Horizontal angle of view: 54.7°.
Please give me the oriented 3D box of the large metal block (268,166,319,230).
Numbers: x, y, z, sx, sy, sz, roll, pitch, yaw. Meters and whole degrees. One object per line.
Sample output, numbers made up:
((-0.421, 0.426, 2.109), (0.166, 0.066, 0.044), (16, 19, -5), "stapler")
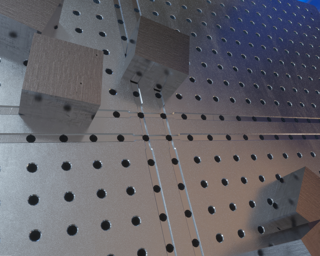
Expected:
((0.211, 0.116, 0.438), (0.080, 0.050, 0.080), (38, 51, -3), "large metal block")

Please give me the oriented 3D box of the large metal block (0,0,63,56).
((-0.175, -0.145, 0.386), (0.080, 0.050, 0.080), (22, 53, -15), "large metal block")

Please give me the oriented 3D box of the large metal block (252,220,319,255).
((0.173, 0.165, 0.368), (0.050, 0.080, 0.080), (-20, 72, -36), "large metal block")

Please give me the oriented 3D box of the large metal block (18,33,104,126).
((-0.114, -0.055, 0.365), (0.081, 0.050, 0.080), (11, 57, -23), "large metal block")

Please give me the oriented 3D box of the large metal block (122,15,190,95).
((-0.004, -0.106, 0.456), (0.081, 0.050, 0.080), (17, 55, -19), "large metal block")
